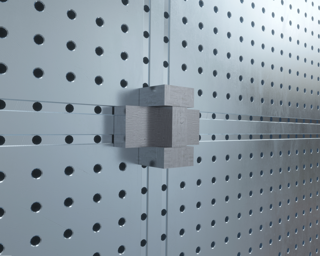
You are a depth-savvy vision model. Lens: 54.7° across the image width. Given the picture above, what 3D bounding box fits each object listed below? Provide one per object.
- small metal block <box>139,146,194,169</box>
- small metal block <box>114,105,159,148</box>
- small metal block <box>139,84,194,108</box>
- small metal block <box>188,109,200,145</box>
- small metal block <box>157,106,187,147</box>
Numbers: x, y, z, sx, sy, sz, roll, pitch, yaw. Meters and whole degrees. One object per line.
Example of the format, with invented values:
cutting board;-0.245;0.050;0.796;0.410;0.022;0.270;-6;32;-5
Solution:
small metal block;0.008;0.036;0.401;0.050;0.050;0.025;1;90;-40
small metal block;-0.029;-0.002;0.386;0.050;0.025;0.050;1;90;-40
small metal block;0.008;-0.039;0.401;0.050;0.050;0.025;1;90;-40
small metal block;0.029;-0.001;0.435;0.050;0.025;0.050;1;89;-40
small metal block;0.008;-0.002;0.401;0.025;0.050;0.050;1;90;-40
